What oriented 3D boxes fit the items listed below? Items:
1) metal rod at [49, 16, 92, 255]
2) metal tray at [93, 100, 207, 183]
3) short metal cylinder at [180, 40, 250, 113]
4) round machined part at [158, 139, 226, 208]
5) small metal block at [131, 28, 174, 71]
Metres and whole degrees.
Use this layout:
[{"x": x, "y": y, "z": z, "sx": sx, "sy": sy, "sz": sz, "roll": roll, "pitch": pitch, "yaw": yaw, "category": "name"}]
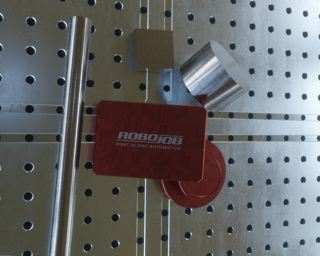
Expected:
[{"x": -0.108, "y": 0.017, "z": 0.373, "sx": 0.025, "sy": 0.025, "sz": 0.298, "roll": 5, "pitch": 88, "yaw": -20, "category": "metal rod"}, {"x": -0.011, "y": 0.016, "z": 0.380, "sx": 0.131, "sy": 0.030, "sz": 0.089, "roll": 4, "pitch": 89, "yaw": 3, "category": "metal tray"}, {"x": 0.072, "y": -0.067, "z": 0.405, "sx": 0.050, "sy": 0.080, "sz": 0.080, "roll": -37, "pitch": 107, "yaw": 28, "category": "short metal cylinder"}, {"x": 0.049, "y": 0.061, "z": 0.423, "sx": 0.099, "sy": 0.042, "sz": 0.097, "roll": 0, "pitch": 90, "yaw": -20, "category": "round machined part"}, {"x": -0.010, "y": -0.102, "z": 0.410, "sx": 0.050, "sy": 0.025, "sz": 0.050, "roll": -3, "pitch": 91, "yaw": -20, "category": "small metal block"}]
